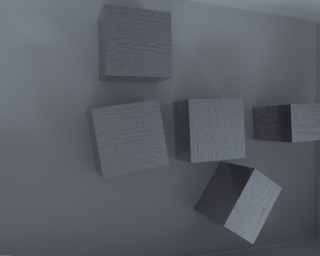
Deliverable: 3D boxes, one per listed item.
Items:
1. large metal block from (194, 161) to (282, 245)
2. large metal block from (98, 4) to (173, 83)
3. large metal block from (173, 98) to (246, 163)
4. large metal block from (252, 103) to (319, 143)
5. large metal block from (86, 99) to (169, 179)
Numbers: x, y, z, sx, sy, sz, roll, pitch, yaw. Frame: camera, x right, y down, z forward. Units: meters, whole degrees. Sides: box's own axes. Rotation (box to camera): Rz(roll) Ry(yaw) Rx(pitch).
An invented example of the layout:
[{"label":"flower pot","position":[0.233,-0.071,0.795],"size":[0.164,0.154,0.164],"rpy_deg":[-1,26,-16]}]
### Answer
[{"label":"large metal block","position":[0.102,0.096,0.419],"size":[0.050,0.080,0.080],"rpy_deg":[35,79,-17]},{"label":"large metal block","position":[-0.032,-0.100,0.385],"size":[0.081,0.050,0.080],"rpy_deg":[-2,91,-20]},{"label":"large metal block","position":[0.066,0.002,0.422],"size":[0.081,0.050,0.079],"rpy_deg":[-3,91,-20]},{"label":"large metal block","position":[0.195,-0.009,0.453],"size":[0.081,0.080,0.050],"rpy_deg":[-4,92,-20]},{"label":"large metal block","position":[-0.041,0.011,0.382],"size":[0.081,0.050,0.080],"rpy_deg":[-10,94,-20]}]
